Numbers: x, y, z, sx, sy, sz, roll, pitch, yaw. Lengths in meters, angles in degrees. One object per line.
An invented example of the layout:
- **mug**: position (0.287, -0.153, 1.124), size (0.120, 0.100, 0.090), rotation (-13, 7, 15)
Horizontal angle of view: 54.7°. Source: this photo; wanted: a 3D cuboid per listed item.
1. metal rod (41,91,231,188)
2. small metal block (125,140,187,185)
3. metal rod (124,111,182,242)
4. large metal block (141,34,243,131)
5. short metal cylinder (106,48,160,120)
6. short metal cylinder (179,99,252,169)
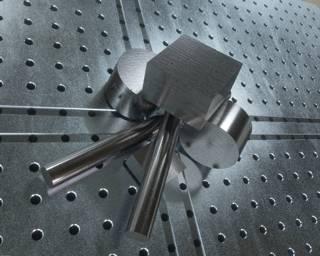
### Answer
- **metal rod**: position (-0.005, -0.003, 0.403), size (0.302, 0.025, 0.025), rotation (-26, 76, -37)
- **small metal block**: position (-0.005, 0.045, 0.374), size (0.050, 0.025, 0.050), rotation (-32, 80, -38)
- **metal rod**: position (0.016, -0.010, 0.386), size (0.025, 0.025, 0.300), rotation (27, 52, -12)
- **large metal block**: position (0.037, -0.056, 0.360), size (0.080, 0.050, 0.080), rotation (32, 50, 14)
- **short metal cylinder**: position (-0.025, -0.057, 0.409), size (0.081, 0.050, 0.080), rotation (14, 56, -21)
- **short metal cylinder**: position (0.072, 0.007, 0.404), size (0.080, 0.080, 0.050), rotation (40, 52, -1)
